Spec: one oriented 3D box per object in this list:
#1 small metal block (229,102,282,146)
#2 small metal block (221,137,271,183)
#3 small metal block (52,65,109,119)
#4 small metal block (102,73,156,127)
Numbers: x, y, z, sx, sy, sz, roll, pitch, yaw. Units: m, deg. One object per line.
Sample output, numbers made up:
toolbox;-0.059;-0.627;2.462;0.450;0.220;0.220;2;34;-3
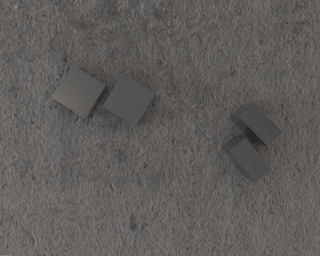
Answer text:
small metal block;0.121;-0.005;0.398;0.025;0.050;0.050;-44;90;0
small metal block;0.109;0.039;0.398;0.025;0.050;0.050;-38;90;0
small metal block;-0.104;-0.047;0.409;0.050;0.025;0.050;32;90;0
small metal block;-0.040;-0.036;0.409;0.050;0.025;0.050;31;90;0
